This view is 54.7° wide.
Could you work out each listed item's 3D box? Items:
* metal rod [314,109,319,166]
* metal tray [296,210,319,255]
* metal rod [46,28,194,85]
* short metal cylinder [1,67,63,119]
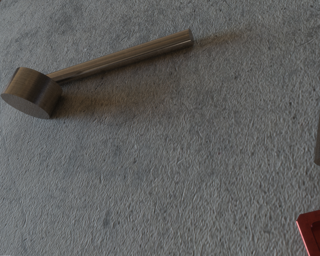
[{"bbox_3d":[0.206,-0.097,0.355,0.025,0.025,0.300,5,64,30],"label":"metal rod"},{"bbox_3d":[0.172,0.122,0.235,0.090,0.030,0.130,-19,54,16],"label":"metal tray"},{"bbox_3d":[-0.091,-0.107,0.515,0.301,0.025,0.025,-12,57,21],"label":"metal rod"},{"bbox_3d":[-0.210,-0.056,0.510,0.080,0.080,0.050,7,65,31],"label":"short metal cylinder"}]
